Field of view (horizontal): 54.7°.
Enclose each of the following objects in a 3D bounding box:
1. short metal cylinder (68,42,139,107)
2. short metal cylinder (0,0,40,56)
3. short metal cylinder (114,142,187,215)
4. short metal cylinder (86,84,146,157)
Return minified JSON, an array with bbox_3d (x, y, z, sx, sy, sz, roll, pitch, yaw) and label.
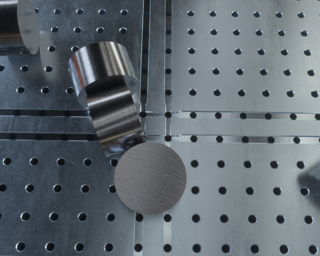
[{"bbox_3d":[-0.074,-0.067,0.406,0.081,0.080,0.050,-18,71,-7],"label":"short metal cylinder"},{"bbox_3d":[-0.208,-0.142,0.432,0.050,0.080,0.080,-4,70,-2],"label":"short metal cylinder"},{"bbox_3d":[-0.012,0.059,0.368,0.081,0.050,0.080,1,82,-5],"label":"short metal cylinder"},{"bbox_3d":[-0.054,-0.009,0.385,0.050,0.080,0.080,-18,71,-7],"label":"short metal cylinder"}]
